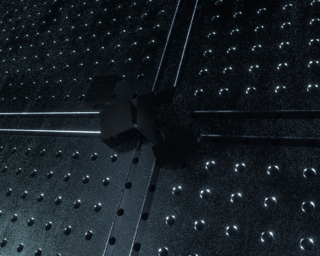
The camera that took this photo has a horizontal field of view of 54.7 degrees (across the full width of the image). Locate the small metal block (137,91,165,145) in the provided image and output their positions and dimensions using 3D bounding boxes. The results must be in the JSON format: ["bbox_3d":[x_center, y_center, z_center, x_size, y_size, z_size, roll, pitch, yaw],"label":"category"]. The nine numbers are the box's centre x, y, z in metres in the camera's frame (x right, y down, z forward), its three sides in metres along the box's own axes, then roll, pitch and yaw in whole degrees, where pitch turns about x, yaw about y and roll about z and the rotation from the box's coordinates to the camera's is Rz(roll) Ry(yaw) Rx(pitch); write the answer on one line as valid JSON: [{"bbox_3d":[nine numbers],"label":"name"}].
[{"bbox_3d":[-0.007,-0.011,0.401,0.025,0.050,0.050,-15,56,19],"label":"small metal block"}]

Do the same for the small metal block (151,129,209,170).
[{"bbox_3d":[0.025,0.026,0.358,0.050,0.050,0.025,-25,73,12],"label":"small metal block"}]

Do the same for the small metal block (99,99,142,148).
[{"bbox_3d":[-0.057,-0.006,0.440,0.050,0.025,0.050,-22,54,14],"label":"small metal block"}]

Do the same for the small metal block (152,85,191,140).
[{"bbox_3d":[0.016,-0.018,0.382,0.025,0.050,0.050,-16,24,19],"label":"small metal block"}]

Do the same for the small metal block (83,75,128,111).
[{"bbox_3d":[-0.084,-0.055,0.484,0.050,0.025,0.050,2,63,28],"label":"small metal block"}]
